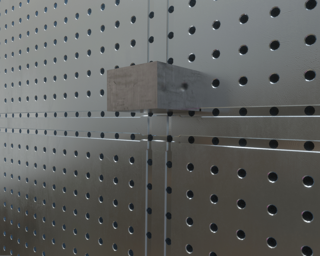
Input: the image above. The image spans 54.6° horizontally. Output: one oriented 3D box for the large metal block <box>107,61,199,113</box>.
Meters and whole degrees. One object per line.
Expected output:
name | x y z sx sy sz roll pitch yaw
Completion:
large metal block | -0.008 -0.045 0.381 0.080 0.081 0.050 0 90 40
